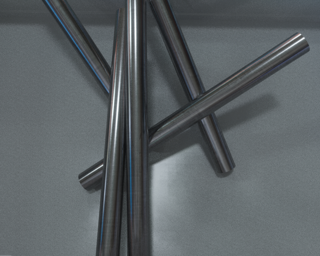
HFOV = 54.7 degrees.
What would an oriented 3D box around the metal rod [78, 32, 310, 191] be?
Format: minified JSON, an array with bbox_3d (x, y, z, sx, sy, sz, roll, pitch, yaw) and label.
[{"bbox_3d":[0.031,-0.013,0.362,0.300,0.025,0.025,-33,73,9],"label":"metal rod"}]

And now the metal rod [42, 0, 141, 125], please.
[{"bbox_3d":[-0.098,-0.109,0.382,0.025,0.025,0.299,-35,100,-12],"label":"metal rod"}]

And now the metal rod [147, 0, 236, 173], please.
[{"bbox_3d":[0.026,-0.085,0.377,0.025,0.025,0.299,-24,96,-9],"label":"metal rod"}]

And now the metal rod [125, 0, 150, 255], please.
[{"bbox_3d":[-0.026,0.001,0.348,0.025,0.025,0.298,-1,85,-1],"label":"metal rod"}]

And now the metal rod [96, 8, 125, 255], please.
[{"bbox_3d":[-0.050,0.000,0.358,0.025,0.025,0.299,2,77,0],"label":"metal rod"}]
